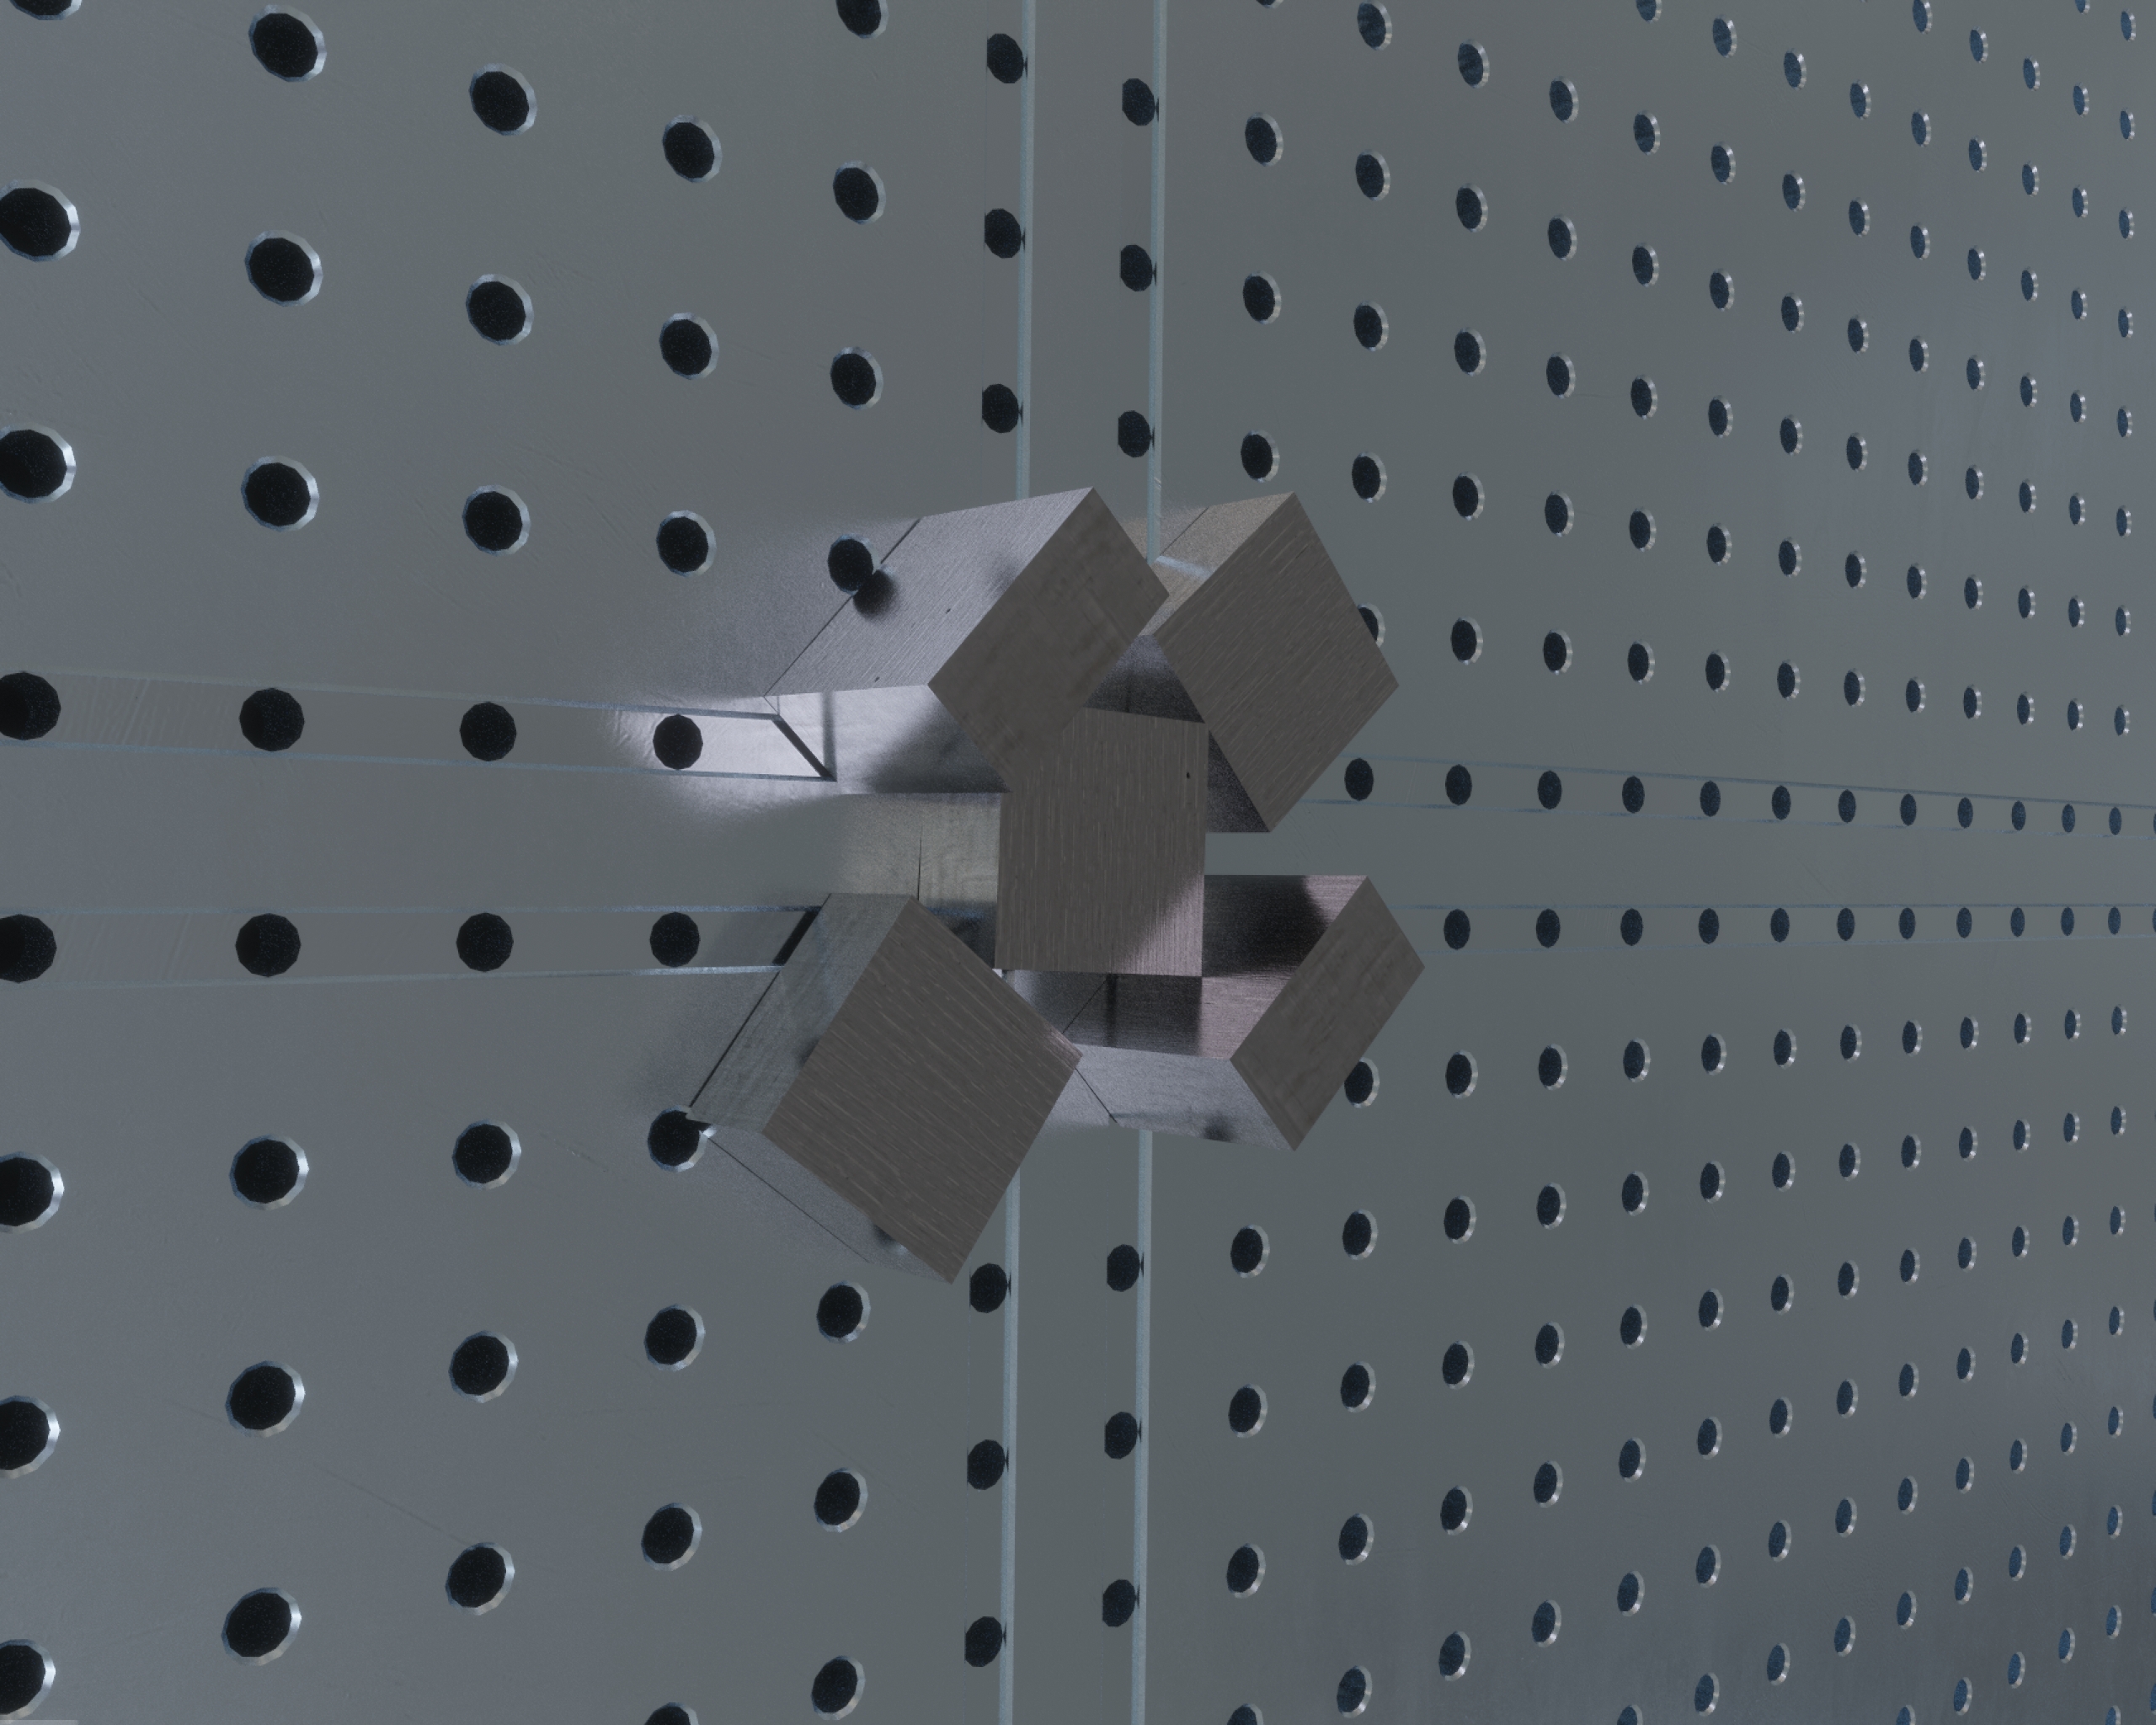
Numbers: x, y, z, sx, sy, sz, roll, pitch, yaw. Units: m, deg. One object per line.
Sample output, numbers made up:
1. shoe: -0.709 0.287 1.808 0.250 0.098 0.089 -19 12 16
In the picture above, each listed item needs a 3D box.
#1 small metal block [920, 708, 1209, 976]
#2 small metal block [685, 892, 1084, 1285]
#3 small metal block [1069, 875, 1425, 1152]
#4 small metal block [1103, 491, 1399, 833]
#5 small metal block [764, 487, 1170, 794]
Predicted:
1. small metal block: -0.002 -0.004 0.405 0.050 0.025 0.050 4 86 -39
2. small metal block: -0.034 0.040 0.379 0.050 0.025 0.050 46 62 -31
3. small metal block: 0.033 0.029 0.419 0.050 0.050 0.025 -50 119 -28
4. small metal block: 0.034 -0.041 0.436 0.050 0.025 0.050 -47 118 -29
5. small metal block: -0.020 -0.039 0.374 0.025 0.050 0.050 52 60 -28
